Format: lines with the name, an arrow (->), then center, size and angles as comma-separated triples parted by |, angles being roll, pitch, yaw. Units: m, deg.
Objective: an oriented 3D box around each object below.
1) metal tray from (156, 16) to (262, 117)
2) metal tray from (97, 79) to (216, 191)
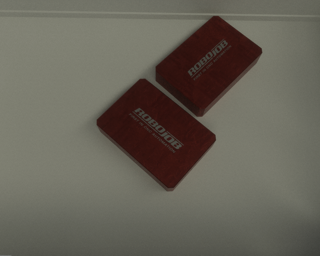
metal tray -> 0.069, -0.090, 0.441 | 0.090, 0.030, 0.130 | 43, 75, 13
metal tray -> -0.005, 0.007, 0.404 | 0.130, 0.030, 0.090 | 40, 74, 13
